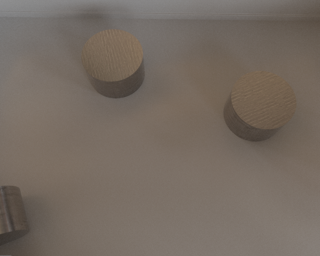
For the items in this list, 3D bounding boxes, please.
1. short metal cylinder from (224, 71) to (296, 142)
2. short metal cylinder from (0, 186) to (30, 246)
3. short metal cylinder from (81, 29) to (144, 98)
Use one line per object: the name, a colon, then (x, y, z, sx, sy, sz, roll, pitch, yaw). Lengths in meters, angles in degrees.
short metal cylinder: (0.129, -0.028, 0.407, 0.081, 0.050, 0.080, 0, 70, 0)
short metal cylinder: (-0.192, 0.103, 0.341, 0.080, 0.080, 0.050, -20, 72, -7)
short metal cylinder: (-0.062, -0.088, 0.428, 0.081, 0.050, 0.080, 0, 70, 0)
